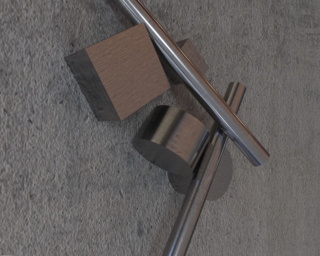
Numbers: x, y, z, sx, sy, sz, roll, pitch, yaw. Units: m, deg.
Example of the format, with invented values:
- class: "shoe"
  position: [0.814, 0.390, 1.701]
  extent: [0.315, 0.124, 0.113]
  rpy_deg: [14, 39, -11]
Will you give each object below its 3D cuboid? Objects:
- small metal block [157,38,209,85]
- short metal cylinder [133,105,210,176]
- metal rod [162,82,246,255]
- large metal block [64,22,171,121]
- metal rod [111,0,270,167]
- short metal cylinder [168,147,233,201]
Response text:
- class: "small metal block"
  position: [0.028, -0.087, 0.412]
  extent: [0.050, 0.050, 0.025]
  rpy_deg: [47, 62, -30]
- class: "short metal cylinder"
  position: [0.014, 0.017, 0.381]
  extent: [0.080, 0.080, 0.050]
  rpy_deg: [45, 63, -31]
- class: "metal rod"
  position: [0.049, 0.073, 0.380]
  extent: [0.025, 0.025, 0.300]
  rpy_deg: [38, 67, -34]
- class: "large metal block"
  position: [-0.045, -0.062, 0.350]
  extent: [0.080, 0.050, 0.080]
  rpy_deg: [-38, 113, -33]
- class: "metal rod"
  position: [0.029, -0.070, 0.369]
  extent: [0.300, 0.025, 0.025]
  rpy_deg: [48, 60, -8]
- class: "short metal cylinder"
  position: [0.057, 0.058, 0.436]
  extent: [0.081, 0.050, 0.080]
  rpy_deg: [0, 90, -40]
